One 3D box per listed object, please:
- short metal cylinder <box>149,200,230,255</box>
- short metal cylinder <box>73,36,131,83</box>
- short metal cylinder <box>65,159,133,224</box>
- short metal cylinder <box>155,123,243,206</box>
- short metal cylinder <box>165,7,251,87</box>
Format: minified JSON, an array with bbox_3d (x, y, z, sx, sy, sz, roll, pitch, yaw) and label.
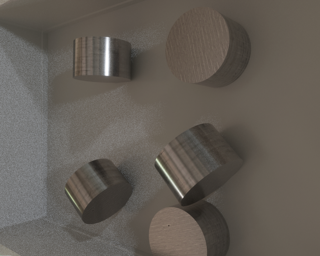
[{"bbox_3d":[0.034,0.128,0.363,0.080,0.050,0.080,0,90,40],"label":"short metal cylinder"},{"bbox_3d":[-0.081,-0.094,0.438,0.080,0.081,0.050,3,92,40],"label":"short metal cylinder"},{"bbox_3d":[-0.087,0.090,0.443,0.050,0.081,0.080,45,117,30],"label":"short metal cylinder"},{"bbox_3d":[0.042,0.040,0.337,0.080,0.081,0.050,-51,60,28],"label":"short metal cylinder"},{"bbox_3d":[0.053,-0.087,0.347,0.080,0.050,0.080,0,90,40],"label":"short metal cylinder"}]
